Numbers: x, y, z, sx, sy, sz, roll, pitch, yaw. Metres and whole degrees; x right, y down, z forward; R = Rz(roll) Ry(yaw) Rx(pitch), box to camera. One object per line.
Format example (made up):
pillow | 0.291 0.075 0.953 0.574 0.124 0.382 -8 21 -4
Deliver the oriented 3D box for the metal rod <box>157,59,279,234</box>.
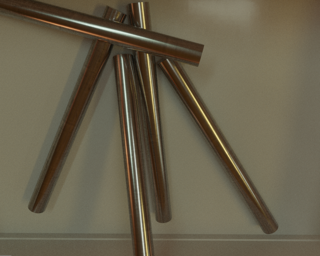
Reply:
metal rod | 0.087 0.033 0.424 0.025 0.025 0.299 -31 108 10

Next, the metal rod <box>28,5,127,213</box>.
metal rod | -0.115 -0.011 0.405 0.025 0.025 0.298 24 108 -9

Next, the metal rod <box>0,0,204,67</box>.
metal rod | -0.100 -0.119 0.344 0.302 0.025 0.025 15 110 2

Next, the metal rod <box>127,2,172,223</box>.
metal rod | -0.010 -0.005 0.409 0.025 0.025 0.298 -6 110 2

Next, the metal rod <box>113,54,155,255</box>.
metal rod | -0.029 0.061 0.372 0.025 0.025 0.298 -6 87 2
